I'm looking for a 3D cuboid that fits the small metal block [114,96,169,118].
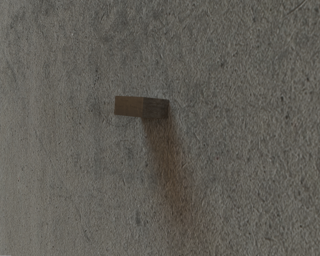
[{"bbox_3d":[-0.024,-0.027,0.407,0.050,0.050,0.025,7,95,39],"label":"small metal block"}]
